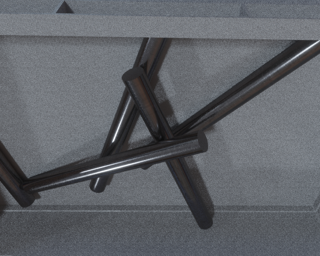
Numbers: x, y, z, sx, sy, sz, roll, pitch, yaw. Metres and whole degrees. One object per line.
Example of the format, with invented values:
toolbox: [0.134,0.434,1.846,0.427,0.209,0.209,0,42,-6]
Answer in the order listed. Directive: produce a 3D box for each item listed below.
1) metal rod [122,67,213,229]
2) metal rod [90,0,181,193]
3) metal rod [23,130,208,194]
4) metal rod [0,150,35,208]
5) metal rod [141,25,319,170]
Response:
metal rod: [0.023,0.049,0.417,0.025,0.025,0.299,-16,129,13]
metal rod: [-0.044,-0.015,0.395,0.025,0.025,0.298,16,128,-14]
metal rod: [-0.078,0.052,0.411,0.300,0.025,0.025,-17,130,29]
metal rod: [-0.245,0.009,0.412,0.025,0.025,0.298,-9,130,7]
metal rod: [0.082,-0.029,0.385,0.299,0.025,0.025,-36,122,26]
